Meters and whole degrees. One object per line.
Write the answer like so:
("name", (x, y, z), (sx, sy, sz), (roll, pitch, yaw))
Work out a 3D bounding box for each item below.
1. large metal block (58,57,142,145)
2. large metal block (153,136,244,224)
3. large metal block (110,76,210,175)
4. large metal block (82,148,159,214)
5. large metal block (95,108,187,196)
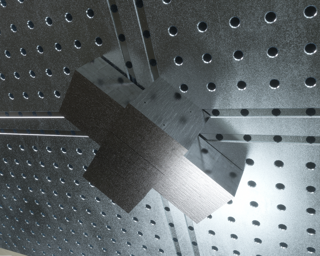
("large metal block", (-0.077, -0.032, 0.410), (0.080, 0.050, 0.080), (38, 130, 2))
("large metal block", (0.048, 0.068, 0.411), (0.080, 0.050, 0.080), (39, 130, 1))
("large metal block", (0.003, -0.005, 0.370), (0.080, 0.080, 0.050), (39, 129, 1))
("large metal block", (-0.045, 0.056, 0.433), (0.080, 0.080, 0.050), (39, 129, 1))
("large metal block", (-0.021, 0.025, 0.402), (0.080, 0.080, 0.050), (39, 129, 1))
